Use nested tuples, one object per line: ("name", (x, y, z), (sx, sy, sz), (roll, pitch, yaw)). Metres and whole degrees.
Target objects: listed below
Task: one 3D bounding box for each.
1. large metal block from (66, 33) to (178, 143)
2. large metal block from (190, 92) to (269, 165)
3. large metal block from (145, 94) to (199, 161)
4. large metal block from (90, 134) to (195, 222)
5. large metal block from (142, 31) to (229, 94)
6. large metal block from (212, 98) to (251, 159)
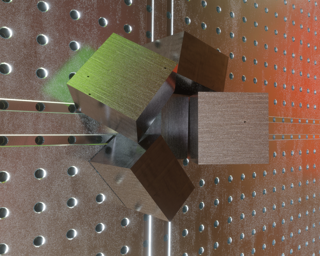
("large metal block", (-0.037, -0.044, 0.333), (0.080, 0.080, 0.050), (-56, 167, -25))
("large metal block", (0.079, 0.000, 0.368), (0.080, 0.050, 0.080), (0, 89, -6))
("large metal block", (0.016, -0.001, 0.405), (0.081, 0.050, 0.080), (1, 90, -40))
("large metal block", (-0.020, 0.053, 0.354), (0.050, 0.080, 0.080), (-48, 119, -30))
("large metal block", (0.027, -0.075, 0.395), (0.080, 0.080, 0.050), (17, 79, -39))
("large metal block", (0.089, 0.000, 0.436), (0.050, 0.080, 0.080), (0, 90, -2))
